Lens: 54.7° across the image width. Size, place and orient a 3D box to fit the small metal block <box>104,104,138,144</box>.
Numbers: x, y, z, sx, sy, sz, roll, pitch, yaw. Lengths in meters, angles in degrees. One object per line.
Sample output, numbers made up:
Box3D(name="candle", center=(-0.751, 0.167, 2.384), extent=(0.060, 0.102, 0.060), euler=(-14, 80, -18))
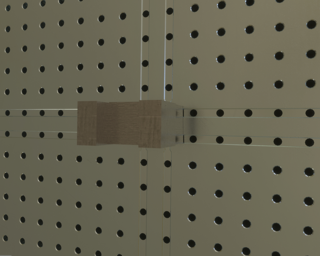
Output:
Box3D(name="small metal block", center=(-0.051, -0.005, 0.415), extent=(0.025, 0.050, 0.050), euler=(1, 90, 20))

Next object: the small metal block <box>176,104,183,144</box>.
Box3D(name="small metal block", center=(0.011, -0.004, 0.394), extent=(0.025, 0.050, 0.050), euler=(-1, 90, 20))

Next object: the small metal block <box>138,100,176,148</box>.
Box3D(name="small metal block", center=(-0.002, -0.004, 0.344), extent=(0.025, 0.050, 0.050), euler=(1, 90, 20))

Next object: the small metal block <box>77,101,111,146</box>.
Box3D(name="small metal block", center=(-0.073, -0.005, 0.370), extent=(0.025, 0.050, 0.050), euler=(1, 90, 20))

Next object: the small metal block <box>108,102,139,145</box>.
Box3D(name="small metal block", center=(-0.033, -0.006, 0.371), extent=(0.050, 0.025, 0.050), euler=(1, 90, 19))
